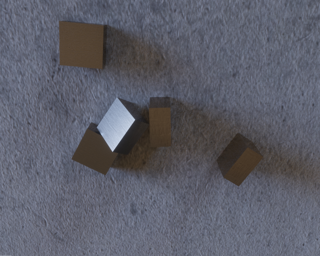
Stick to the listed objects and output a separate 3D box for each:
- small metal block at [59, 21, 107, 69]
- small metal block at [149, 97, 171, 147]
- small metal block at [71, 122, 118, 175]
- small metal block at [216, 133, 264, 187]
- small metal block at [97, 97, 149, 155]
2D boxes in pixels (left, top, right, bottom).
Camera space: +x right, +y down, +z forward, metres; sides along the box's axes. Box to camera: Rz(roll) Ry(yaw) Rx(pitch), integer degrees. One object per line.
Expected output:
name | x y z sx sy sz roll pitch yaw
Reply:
small metal block | -0.092 -0.100 0.372 0.050 0.025 0.050 5 110 -3
small metal block | 0.000 -0.009 0.393 0.025 0.050 0.050 -2 110 0
small metal block | -0.083 0.028 0.419 0.050 0.025 0.050 28 108 -10
small metal block | 0.105 0.041 0.413 0.025 0.050 0.050 31 107 -11
small metal block | -0.048 -0.002 0.392 0.025 0.050 0.050 18 114 -47
